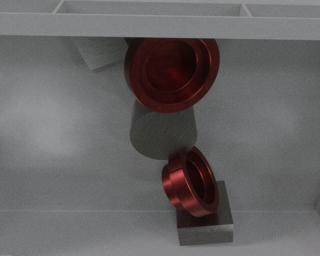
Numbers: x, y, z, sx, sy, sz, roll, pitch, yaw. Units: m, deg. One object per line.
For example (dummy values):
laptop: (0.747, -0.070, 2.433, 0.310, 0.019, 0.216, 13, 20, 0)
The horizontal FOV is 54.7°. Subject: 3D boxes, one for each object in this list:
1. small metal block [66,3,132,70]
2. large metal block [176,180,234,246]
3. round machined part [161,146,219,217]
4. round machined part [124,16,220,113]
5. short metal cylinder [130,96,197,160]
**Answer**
small metal block: (-0.061, -0.095, 0.327, 0.050, 0.025, 0.050, -16, 129, 13)
large metal block: (0.067, 0.133, 0.487, 0.080, 0.080, 0.050, -6, 130, 4)
round machined part: (0.038, 0.074, 0.425, 0.042, 0.098, 0.098, -27, 126, 25)
round machined part: (0.009, -0.068, 0.326, 0.099, 0.042, 0.097, -12, 126, -17)
short metal cylinder: (0.004, -0.005, 0.388, 0.081, 0.050, 0.079, 0, 130, 0)
